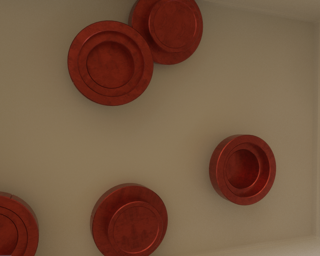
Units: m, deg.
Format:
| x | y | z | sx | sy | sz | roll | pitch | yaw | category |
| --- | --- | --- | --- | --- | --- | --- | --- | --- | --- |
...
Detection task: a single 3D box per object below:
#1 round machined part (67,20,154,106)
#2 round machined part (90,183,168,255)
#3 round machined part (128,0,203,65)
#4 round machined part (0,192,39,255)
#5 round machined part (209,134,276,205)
| x | y | z | sx | sy | sz | roll | pitch | yaw | category |
| --- | --- | --- | --- | --- | --- | --- | --- | --- | --- |
| -0.061 | -0.076 | 0.376 | 0.099 | 0.042 | 0.097 | -1 | 95 | -15 | round machined part |
| -0.035 | 0.121 | 0.390 | 0.099 | 0.042 | 0.097 | 0 | 90 | -21 | round machined part |
| 0.012 | -0.130 | 0.397 | 0.099 | 0.042 | 0.097 | -5 | 104 | -20 | round machined part |
| -0.183 | 0.116 | 0.334 | 0.099 | 0.042 | 0.097 | 0 | 90 | -21 | round machined part |
| 0.113 | 0.058 | 0.445 | 0.099 | 0.042 | 0.097 | 0 | 90 | -21 | round machined part |
